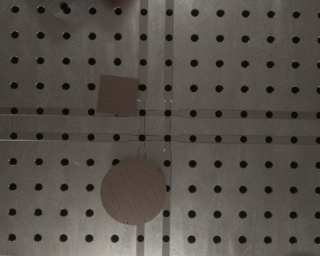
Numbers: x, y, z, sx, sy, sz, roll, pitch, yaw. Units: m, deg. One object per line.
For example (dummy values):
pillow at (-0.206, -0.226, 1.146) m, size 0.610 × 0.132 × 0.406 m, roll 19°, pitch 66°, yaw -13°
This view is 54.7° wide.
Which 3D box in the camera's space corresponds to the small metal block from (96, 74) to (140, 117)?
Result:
small metal block at (-0.055, -0.042, 0.413) m, size 0.050 × 0.025 × 0.050 m, roll 6°, pitch 90°, yaw -1°

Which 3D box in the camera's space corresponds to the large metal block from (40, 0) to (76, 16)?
large metal block at (-0.135, -0.209, 0.399) m, size 0.080 × 0.050 × 0.080 m, roll -34°, pitch 90°, yaw 0°

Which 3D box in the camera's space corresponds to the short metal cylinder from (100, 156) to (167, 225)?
short metal cylinder at (-0.032, 0.078, 0.401) m, size 0.081 × 0.050 × 0.079 m, roll 0°, pitch 90°, yaw -1°
